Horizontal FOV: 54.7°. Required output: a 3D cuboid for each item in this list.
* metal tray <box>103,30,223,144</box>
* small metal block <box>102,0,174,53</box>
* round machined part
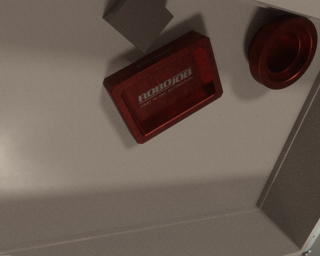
[{"bbox_3d":[0.009,-0.049,0.381,0.131,0.030,0.090,-31,129,-9],"label":"metal tray"},{"bbox_3d":[-0.023,-0.116,0.325,0.050,0.025,0.050,34,99,-39],"label":"small metal block"},{"bbox_3d":[0.161,-0.105,0.423,0.099,0.042,0.097,-14,125,-21],"label":"round machined part"}]
